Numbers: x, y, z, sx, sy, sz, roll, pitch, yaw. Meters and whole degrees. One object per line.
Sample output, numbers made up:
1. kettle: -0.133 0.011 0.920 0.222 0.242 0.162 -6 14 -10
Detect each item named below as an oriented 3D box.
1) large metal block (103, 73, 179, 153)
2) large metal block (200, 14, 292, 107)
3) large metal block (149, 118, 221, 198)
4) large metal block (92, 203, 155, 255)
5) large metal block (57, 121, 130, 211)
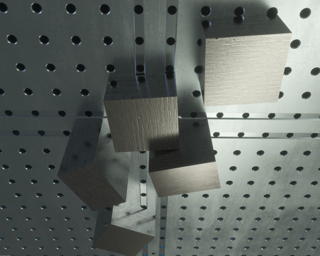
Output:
1. large metal block: -0.019 -0.018 0.380 0.080 0.050 0.079 -3 130 2
2. large metal block: 0.086 -0.072 0.335 0.080 0.050 0.079 -3 130 2
3. large metal block: 0.031 0.039 0.409 0.080 0.080 0.050 -11 130 8
4. large metal block: -0.063 0.178 0.546 0.080 0.050 0.080 23 126 -19
5. large metal block: -0.084 0.051 0.418 0.050 0.080 0.080 -19 128 15
